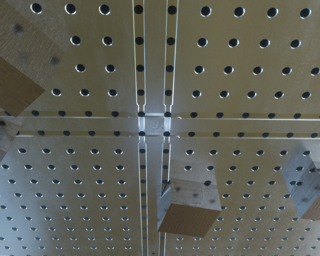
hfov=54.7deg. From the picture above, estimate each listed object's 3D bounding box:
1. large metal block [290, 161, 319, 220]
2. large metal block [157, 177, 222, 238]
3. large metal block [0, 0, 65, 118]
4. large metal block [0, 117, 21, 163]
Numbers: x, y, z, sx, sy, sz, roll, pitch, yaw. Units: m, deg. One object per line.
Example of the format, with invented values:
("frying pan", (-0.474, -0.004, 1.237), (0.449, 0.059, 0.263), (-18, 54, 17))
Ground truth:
("large metal block", (0.267, 0.102, 0.486), (0.081, 0.050, 0.079), (7, 130, -7))
("large metal block", (0.045, 0.132, 0.508), (0.081, 0.050, 0.079), (11, 129, -10))
("large metal block", (-0.153, -0.071, 0.312), (0.050, 0.080, 0.080), (-34, 123, 25))
("large metal block", (-0.247, 0.020, 0.409), (0.080, 0.050, 0.080), (30, 124, -23))
